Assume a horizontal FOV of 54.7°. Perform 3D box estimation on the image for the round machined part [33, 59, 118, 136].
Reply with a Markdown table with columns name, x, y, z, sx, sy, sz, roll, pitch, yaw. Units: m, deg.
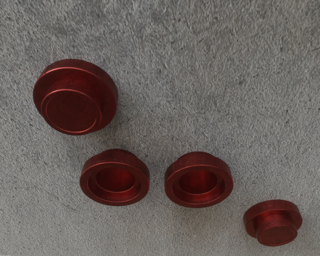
| name | x | y | z | sx | sy | sz | roll | pitch | yaw |
| --- | --- | --- | --- | --- | --- | --- | --- | --- | --- |
| round machined part | -0.102 | -0.029 | 0.370 | 0.099 | 0.042 | 0.097 | 0 | 130 | 0 |

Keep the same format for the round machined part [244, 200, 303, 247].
| name | x | y | z | sx | sy | sz | roll | pitch | yaw |
| --- | --- | --- | --- | --- | --- | --- | --- | --- | --- |
| round machined part | 0.200 | 0.172 | 0.544 | 0.099 | 0.042 | 0.097 | 0 | 130 | 0 |

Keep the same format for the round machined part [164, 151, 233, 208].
| name | x | y | z | sx | sy | sz | roll | pitch | yaw |
| --- | --- | --- | --- | --- | --- | --- | --- | --- | --- |
| round machined part | 0.055 | 0.072 | 0.458 | 0.099 | 0.042 | 0.097 | 0 | 130 | 0 |

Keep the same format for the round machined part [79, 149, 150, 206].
| name | x | y | z | sx | sy | sz | roll | pitch | yaw |
| --- | --- | --- | --- | --- | --- | --- | --- | --- | --- |
| round machined part | -0.064 | 0.068 | 0.453 | 0.099 | 0.042 | 0.097 | 0 | 130 | 0 |
